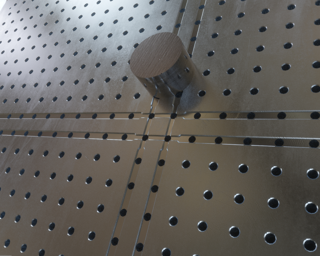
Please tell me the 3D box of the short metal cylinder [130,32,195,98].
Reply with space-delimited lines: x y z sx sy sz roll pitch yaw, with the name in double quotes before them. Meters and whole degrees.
"short metal cylinder" 0.004 -0.090 0.446 0.080 0.050 0.080 -13 56 21
